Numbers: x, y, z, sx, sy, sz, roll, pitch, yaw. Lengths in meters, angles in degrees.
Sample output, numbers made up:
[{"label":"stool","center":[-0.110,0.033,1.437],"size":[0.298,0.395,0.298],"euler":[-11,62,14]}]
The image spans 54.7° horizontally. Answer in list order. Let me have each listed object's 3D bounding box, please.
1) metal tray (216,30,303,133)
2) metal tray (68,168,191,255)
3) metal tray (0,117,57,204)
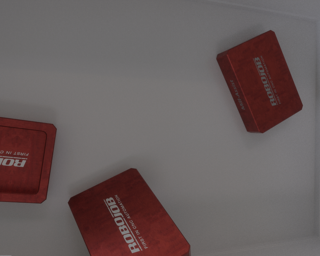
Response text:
[{"label":"metal tray","center":[0.151,-0.068,0.463],"size":[0.091,0.030,0.129],"euler":[-28,99,-18]},{"label":"metal tray","center":[-0.037,0.113,0.345],"size":[0.091,0.130,0.030],"euler":[-25,136,-19]},{"label":"metal tray","center":[-0.187,0.031,0.338],"size":[0.131,0.030,0.089],"euler":[8,87,-20]}]
